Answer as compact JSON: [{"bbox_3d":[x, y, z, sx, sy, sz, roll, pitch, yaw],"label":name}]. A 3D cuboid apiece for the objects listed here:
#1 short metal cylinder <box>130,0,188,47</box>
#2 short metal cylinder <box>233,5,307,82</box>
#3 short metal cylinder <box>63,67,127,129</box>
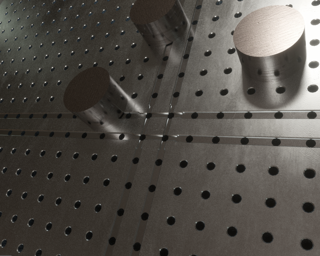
[{"bbox_3d":[-0.002,-0.180,0.502,0.080,0.050,0.080,-13,56,21],"label":"short metal cylinder"},{"bbox_3d":[0.137,-0.104,0.384,0.080,0.050,0.080,-13,56,20],"label":"short metal cylinder"},{"bbox_3d":[-0.097,-0.046,0.469,0.080,0.050,0.080,-13,56,20],"label":"short metal cylinder"}]
